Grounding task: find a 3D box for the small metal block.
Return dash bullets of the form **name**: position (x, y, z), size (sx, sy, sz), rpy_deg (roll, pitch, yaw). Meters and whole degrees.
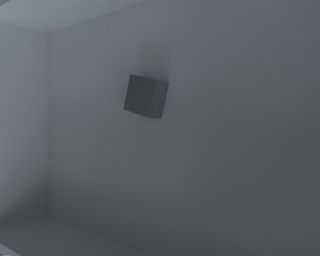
- **small metal block**: position (-0.019, -0.043, 0.424), size (0.050, 0.025, 0.050), rpy_deg (20, 103, 38)
